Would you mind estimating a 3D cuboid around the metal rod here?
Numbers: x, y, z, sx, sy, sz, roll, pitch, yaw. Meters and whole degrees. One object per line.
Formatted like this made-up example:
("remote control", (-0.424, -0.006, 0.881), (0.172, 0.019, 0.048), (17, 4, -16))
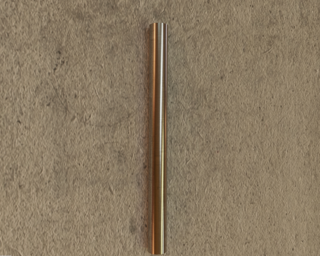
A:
("metal rod", (-0.003, 0.014, 0.410), (0.025, 0.025, 0.298), (0, 90, -20))
